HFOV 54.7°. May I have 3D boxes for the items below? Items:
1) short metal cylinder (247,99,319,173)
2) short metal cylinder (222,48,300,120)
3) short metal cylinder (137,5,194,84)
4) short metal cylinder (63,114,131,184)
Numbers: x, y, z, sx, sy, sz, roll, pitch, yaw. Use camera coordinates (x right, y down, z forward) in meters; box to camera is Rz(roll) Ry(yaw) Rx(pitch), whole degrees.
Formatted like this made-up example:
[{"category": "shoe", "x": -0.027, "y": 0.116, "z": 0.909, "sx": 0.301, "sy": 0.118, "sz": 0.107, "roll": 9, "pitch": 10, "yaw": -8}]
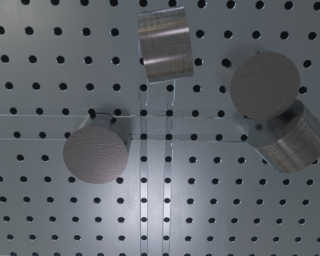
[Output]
[{"category": "short metal cylinder", "x": 0.159, "y": 0.010, "z": 0.389, "sx": 0.080, "sy": 0.080, "sz": 0.050, "roll": -43, "pitch": 105, "yaw": 14}, {"category": "short metal cylinder", "x": 0.121, "y": -0.056, "z": 0.380, "sx": 0.081, "sy": 0.050, "sz": 0.079, "roll": 0, "pitch": 110, "yaw": 0}, {"category": "short metal cylinder", "x": 0.007, "y": -0.093, "z": 0.350, "sx": 0.050, "sy": 0.080, "sz": 0.079, "roll": -9, "pitch": 110, "yaw": 3}, {"category": "short metal cylinder", "x": -0.080, "y": 0.027, "z": 0.409, "sx": 0.081, "sy": 0.050, "sz": 0.079, "roll": 0, "pitch": 110, "yaw": 0}]
